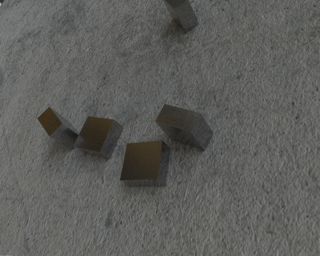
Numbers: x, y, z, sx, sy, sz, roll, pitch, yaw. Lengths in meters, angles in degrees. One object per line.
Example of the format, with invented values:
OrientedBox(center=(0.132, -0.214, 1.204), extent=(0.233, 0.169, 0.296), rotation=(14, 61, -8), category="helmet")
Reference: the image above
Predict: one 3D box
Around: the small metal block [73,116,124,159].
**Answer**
OrientedBox(center=(-0.087, 0.013, 0.442), extent=(0.050, 0.025, 0.050), rotation=(8, 65, 31), category="small metal block")

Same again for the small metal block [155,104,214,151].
OrientedBox(center=(0.030, 0.000, 0.372), extent=(0.050, 0.050, 0.025), rotation=(17, 71, 35), category="small metal block")

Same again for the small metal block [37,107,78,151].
OrientedBox(center=(-0.149, 0.001, 0.465), extent=(0.025, 0.050, 0.050), rotation=(-46, 51, -3), category="small metal block")

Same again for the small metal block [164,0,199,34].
OrientedBox(center=(0.031, -0.185, 0.485), extent=(0.025, 0.050, 0.050), rotation=(-35, 51, 5), category="small metal block")

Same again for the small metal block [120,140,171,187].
OrientedBox(center=(-0.017, 0.045, 0.385), extent=(0.050, 0.025, 0.050), rotation=(-6, 59, 25), category="small metal block")
